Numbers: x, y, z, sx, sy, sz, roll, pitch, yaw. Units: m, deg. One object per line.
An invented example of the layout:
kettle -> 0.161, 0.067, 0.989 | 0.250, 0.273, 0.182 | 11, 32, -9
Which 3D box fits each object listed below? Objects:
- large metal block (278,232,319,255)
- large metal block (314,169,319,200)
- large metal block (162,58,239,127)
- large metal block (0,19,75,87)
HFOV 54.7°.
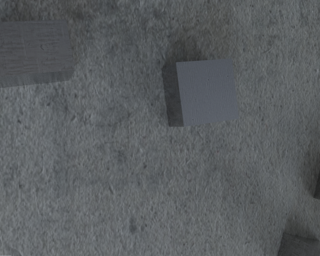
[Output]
large metal block -> 0.241, 0.204, 0.472 | 0.081, 0.080, 0.050 | 18, 84, -20
large metal block -> 0.314, 0.090, 0.514 | 0.081, 0.050, 0.080 | 17, 84, -20
large metal block -> 0.053, -0.046, 0.417 | 0.081, 0.050, 0.079 | -8, 93, -20
large metal block -> -0.139, -0.076, 0.328 | 0.081, 0.080, 0.050 | -10, 94, -20
